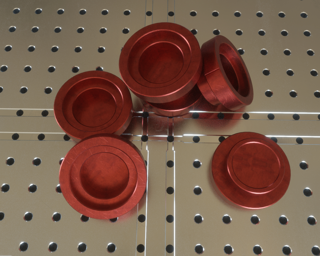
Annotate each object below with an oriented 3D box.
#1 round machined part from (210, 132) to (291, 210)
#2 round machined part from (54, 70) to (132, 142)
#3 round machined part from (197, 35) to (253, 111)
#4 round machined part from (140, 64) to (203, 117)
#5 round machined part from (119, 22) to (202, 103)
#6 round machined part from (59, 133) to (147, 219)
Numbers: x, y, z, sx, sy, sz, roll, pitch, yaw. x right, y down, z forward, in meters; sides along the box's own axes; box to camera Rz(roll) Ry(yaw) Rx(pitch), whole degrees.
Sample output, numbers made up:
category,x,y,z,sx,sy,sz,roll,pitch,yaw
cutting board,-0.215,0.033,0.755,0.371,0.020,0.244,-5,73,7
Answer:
category,x,y,z,sx,sy,sz,roll,pitch,yaw
round machined part,0.114,0.050,0.385,0.099,0.042,0.098,0,70,0
round machined part,-0.085,-0.023,0.410,0.099,0.042,0.098,0,69,0
round machined part,0.080,-0.068,0.409,0.042,0.099,0.098,-23,66,35
round machined part,0.015,-0.068,0.428,0.099,0.042,0.098,0,70,0
round machined part,0.003,-0.076,0.380,0.098,0.042,0.098,-4,72,12
round machined part,-0.065,0.054,0.369,0.099,0.042,0.097,-1,98,-4
